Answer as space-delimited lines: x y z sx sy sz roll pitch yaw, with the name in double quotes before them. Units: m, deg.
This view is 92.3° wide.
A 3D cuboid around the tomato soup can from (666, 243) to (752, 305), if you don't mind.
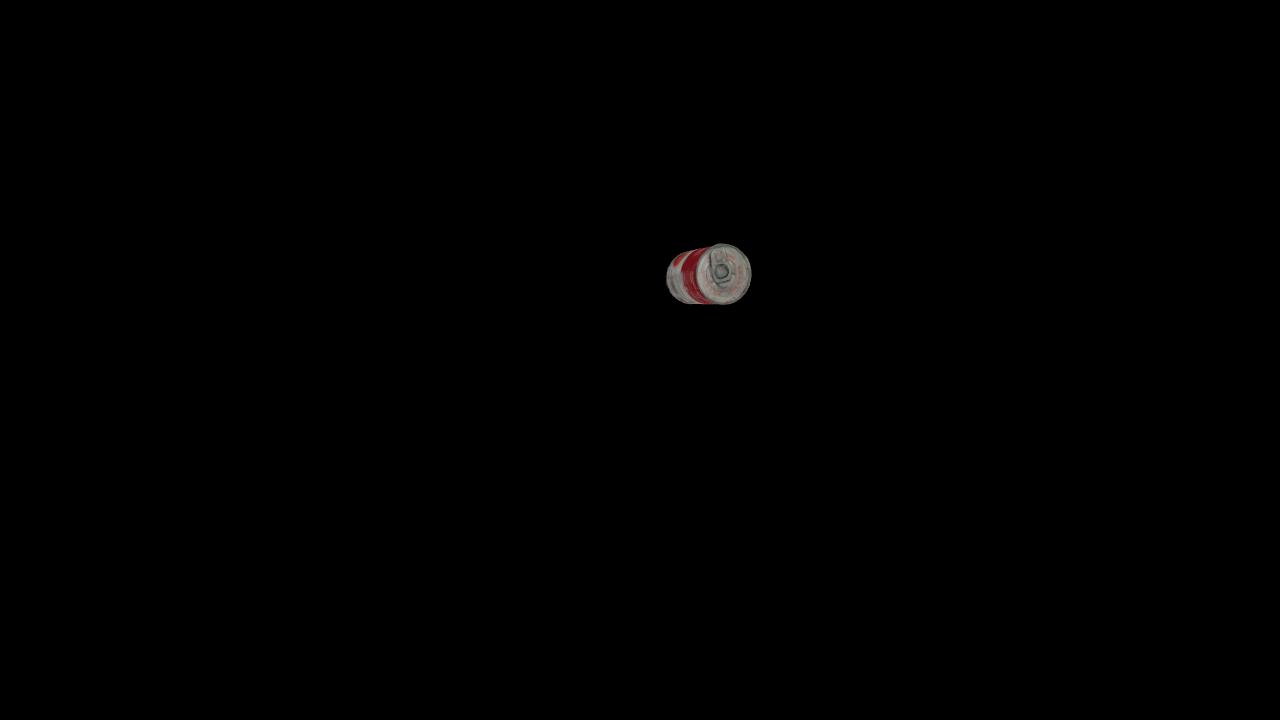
"tomato soup can" 0.078 -0.098 0.722 0.068 0.068 0.101 0 5 -17
